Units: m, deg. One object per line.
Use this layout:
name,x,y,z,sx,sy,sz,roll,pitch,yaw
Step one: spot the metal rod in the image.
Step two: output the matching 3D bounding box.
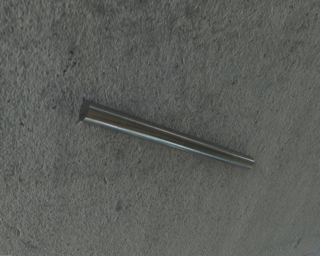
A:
metal rod,0.031,0.019,0.435,0.302,0.025,0.025,19,109,-35
